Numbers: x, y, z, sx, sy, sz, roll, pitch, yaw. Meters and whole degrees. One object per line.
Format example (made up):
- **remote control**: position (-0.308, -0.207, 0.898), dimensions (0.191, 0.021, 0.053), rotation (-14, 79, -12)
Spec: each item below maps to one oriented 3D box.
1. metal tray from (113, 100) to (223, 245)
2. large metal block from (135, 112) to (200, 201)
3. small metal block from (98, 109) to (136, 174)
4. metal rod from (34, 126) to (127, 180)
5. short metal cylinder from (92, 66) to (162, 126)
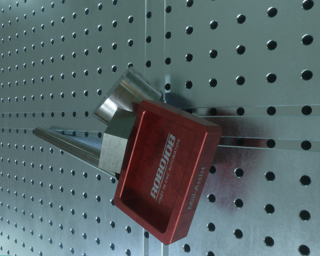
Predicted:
- **metal tray**: position (0.003, 0.044, 0.332), dimensions (0.090, 0.030, 0.129), rotation (26, 106, 37)
- **large metal block**: position (0.003, 0.035, 0.387), dimensions (0.080, 0.050, 0.080), rotation (-42, 65, 31)
- **small metal block**: position (-0.047, 0.014, 0.352), dimensions (0.025, 0.050, 0.050), rotation (16, 124, 0)
- **metal rod**: position (-0.136, 0.030, 0.480), dimensions (0.300, 0.025, 0.025), rotation (13, 99, 50)
- **short metal cylinder**: position (-0.043, -0.033, 0.399), dimensions (0.050, 0.080, 0.080), rotation (39, 123, -15)
